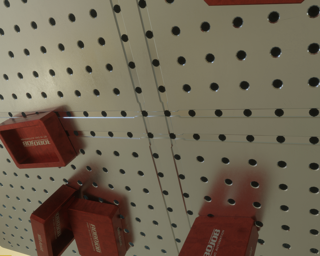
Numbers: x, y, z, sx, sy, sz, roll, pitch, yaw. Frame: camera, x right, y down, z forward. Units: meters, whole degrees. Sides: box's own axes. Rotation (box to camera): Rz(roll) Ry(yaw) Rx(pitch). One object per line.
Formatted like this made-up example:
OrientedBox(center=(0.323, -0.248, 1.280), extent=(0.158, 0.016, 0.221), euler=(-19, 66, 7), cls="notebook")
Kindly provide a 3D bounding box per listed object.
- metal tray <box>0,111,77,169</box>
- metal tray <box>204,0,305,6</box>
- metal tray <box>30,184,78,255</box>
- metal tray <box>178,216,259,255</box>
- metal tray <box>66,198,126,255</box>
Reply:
OrientedBox(center=(-0.217, 0.024, 0.538), extent=(0.130, 0.030, 0.090), euler=(-7, 115, 31), cls="metal tray")
OrientedBox(center=(0.083, -0.173, 0.257), extent=(0.090, 0.030, 0.129), euler=(8, 122, 24), cls="metal tray")
OrientedBox(center=(-0.193, 0.182, 0.584), extent=(0.030, 0.090, 0.129), euler=(19, 126, 17), cls="metal tray")
OrientedBox(center=(0.073, 0.175, 0.413), extent=(0.090, 0.131, 0.030), euler=(-8, 114, 32), cls="metal tray")
OrientedBox(center=(-0.117, 0.197, 0.585), extent=(0.090, 0.030, 0.129), euler=(6, 121, 17), cls="metal tray")
